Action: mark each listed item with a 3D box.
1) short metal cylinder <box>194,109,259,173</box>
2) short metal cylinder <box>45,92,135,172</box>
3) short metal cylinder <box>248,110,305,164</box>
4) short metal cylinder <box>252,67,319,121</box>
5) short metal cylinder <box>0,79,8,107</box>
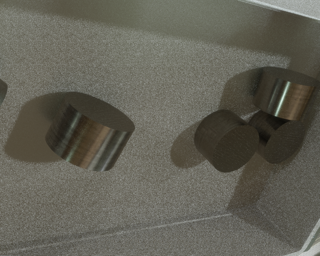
[{"bbox_3d":[0.098,0.019,0.460,0.081,0.050,0.079,-14,125,-21],"label":"short metal cylinder"},{"bbox_3d":[-0.074,0.003,0.335,0.080,0.080,0.050,20,108,-36],"label":"short metal cylinder"},{"bbox_3d":[0.185,0.011,0.504,0.081,0.050,0.079,-14,125,-21],"label":"short metal cylinder"},{"bbox_3d":[0.179,-0.051,0.442,0.081,0.080,0.050,-3,120,-27],"label":"short metal cylinder"},{"bbox_3d":[-0.179,-0.024,0.261,0.080,0.080,0.050,-43,130,1],"label":"short metal cylinder"}]
